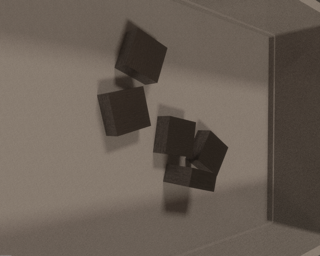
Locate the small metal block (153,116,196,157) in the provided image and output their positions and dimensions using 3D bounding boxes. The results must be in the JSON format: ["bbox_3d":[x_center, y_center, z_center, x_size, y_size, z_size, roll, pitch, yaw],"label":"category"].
[{"bbox_3d":[0.021,0.012,0.426,0.050,0.025,0.050,12,83,-40],"label":"small metal block"}]

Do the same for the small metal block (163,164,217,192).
[{"bbox_3d":[0.041,0.069,0.428,0.050,0.050,0.025,19,78,-39],"label":"small metal block"}]

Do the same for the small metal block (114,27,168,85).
[{"bbox_3d":[-0.023,-0.089,0.389,0.050,0.025,0.050,25,74,-38],"label":"small metal block"}]

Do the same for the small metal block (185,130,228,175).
[{"bbox_3d":[0.072,0.038,0.470,0.050,0.025,0.050,40,66,-33],"label":"small metal block"}]

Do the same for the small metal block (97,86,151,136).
[{"bbox_3d":[-0.042,-0.021,0.373,0.050,0.025,0.050,-18,102,-39],"label":"small metal block"}]
